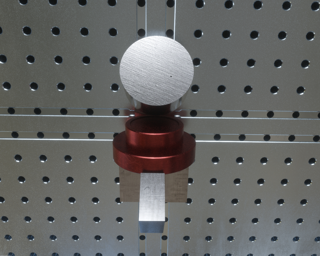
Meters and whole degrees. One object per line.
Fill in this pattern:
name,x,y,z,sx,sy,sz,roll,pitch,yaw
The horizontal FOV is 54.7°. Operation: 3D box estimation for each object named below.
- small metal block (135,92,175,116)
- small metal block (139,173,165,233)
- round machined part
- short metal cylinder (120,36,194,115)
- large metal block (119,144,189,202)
small metal block,-0.007,-0.025,0.403,0.050,0.025,0.050,1,110,-1
small metal block,-0.008,0.082,0.333,0.025,0.050,0.050,1,148,-1
round machined part,-0.006,0.014,0.368,0.099,0.098,0.042,1,110,-1
short metal cylinder,-0.004,-0.059,0.360,0.081,0.050,0.080,0,80,-1
large metal block,-0.008,0.052,0.402,0.081,0.080,0.050,1,110,-1
